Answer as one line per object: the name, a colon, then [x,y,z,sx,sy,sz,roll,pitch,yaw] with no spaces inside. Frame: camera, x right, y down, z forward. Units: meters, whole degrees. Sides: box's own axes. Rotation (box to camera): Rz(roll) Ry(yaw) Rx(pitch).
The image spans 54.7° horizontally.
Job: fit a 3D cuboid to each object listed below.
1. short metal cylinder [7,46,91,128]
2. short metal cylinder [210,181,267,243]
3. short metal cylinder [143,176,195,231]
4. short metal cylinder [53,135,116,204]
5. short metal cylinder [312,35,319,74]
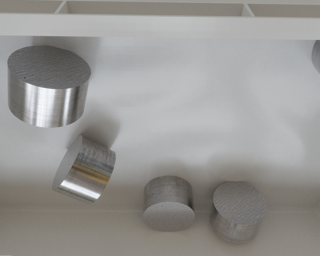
short metal cylinder: [-0.119,-0.046,0.333,0.081,0.080,0.050,13,129,-11]
short metal cylinder: [0.121,0.130,0.485,0.081,0.080,0.050,1,130,-1]
short metal cylinder: [0.014,0.122,0.496,0.081,0.050,0.079,0,130,0]
short metal cylinder: [-0.103,0.056,0.420,0.050,0.080,0.080,30,124,-23]
short metal cylinder: [0.213,-0.075,0.330,0.081,0.050,0.079,0,130,0]
